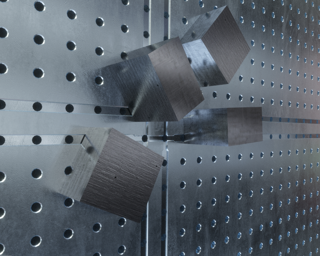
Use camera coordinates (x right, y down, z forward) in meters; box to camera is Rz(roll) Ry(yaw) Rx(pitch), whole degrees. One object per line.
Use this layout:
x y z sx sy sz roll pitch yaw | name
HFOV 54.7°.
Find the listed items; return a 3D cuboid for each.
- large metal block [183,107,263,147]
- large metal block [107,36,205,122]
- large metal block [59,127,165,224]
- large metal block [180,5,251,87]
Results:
0.092 -0.004 0.453 0.081 0.080 0.050 -4 93 -40 | large metal block
-0.005 -0.054 0.370 0.050 0.080 0.080 -40 115 -33 | large metal block
-0.052 0.053 0.351 0.080 0.050 0.080 33 69 -35 | large metal block
0.081 -0.120 0.463 0.080 0.050 0.080 51 60 -28 | large metal block
